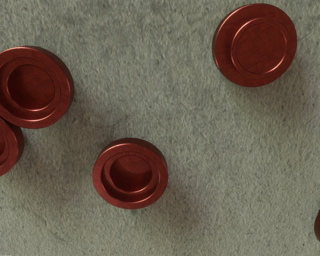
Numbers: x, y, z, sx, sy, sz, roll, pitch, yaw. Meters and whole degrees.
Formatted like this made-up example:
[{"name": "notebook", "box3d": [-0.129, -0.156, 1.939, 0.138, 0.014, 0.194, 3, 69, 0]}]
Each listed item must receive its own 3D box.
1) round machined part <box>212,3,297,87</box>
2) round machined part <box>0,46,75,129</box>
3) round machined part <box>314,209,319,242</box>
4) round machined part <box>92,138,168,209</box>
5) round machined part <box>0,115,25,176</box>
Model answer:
[{"name": "round machined part", "box3d": [0.114, -0.096, 0.367, 0.099, 0.042, 0.097, 0, 110, -1]}, {"name": "round machined part", "box3d": [-0.154, -0.051, 0.380, 0.099, 0.042, 0.097, 0, 110, -1]}, {"name": "round machined part", "box3d": [0.276, 0.139, 0.456, 0.099, 0.042, 0.097, 0, 110, -1]}, {"name": "round machined part", "box3d": [-0.039, 0.058, 0.422, 0.099, 0.042, 0.097, 0, 110, -1]}, {"name": "round machined part", "box3d": [-0.226, 0.014, 0.403, 0.099, 0.042, 0.097, 0, 110, -1]}]
